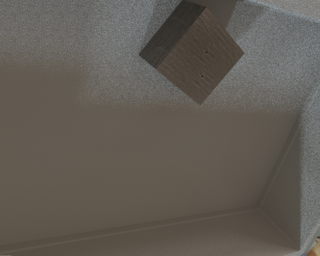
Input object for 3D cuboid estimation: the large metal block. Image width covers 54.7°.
[{"bbox_3d":[0.037,-0.086,0.361,0.080,0.050,0.080,34,99,-39],"label":"large metal block"}]
